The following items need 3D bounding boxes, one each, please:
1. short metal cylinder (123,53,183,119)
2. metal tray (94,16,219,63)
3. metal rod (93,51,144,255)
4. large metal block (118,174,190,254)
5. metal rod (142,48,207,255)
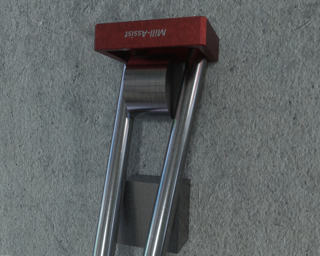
[{"bbox_3d":[-0.005,-0.050,0.382,0.050,0.080,0.079,2,91,19],"label":"short metal cylinder"},{"bbox_3d":[-0.001,-0.102,0.375,0.130,0.090,0.030,3,91,19],"label":"metal tray"},{"bbox_3d":[-0.051,0.042,0.379,0.025,0.025,0.299,2,76,19],"label":"metal rod"},{"bbox_3d":[-0.008,0.105,0.396,0.080,0.050,0.079,2,91,19],"label":"large metal block"},{"bbox_3d":[0.015,0.046,0.355,0.025,0.025,0.299,9,78,19],"label":"metal rod"}]
